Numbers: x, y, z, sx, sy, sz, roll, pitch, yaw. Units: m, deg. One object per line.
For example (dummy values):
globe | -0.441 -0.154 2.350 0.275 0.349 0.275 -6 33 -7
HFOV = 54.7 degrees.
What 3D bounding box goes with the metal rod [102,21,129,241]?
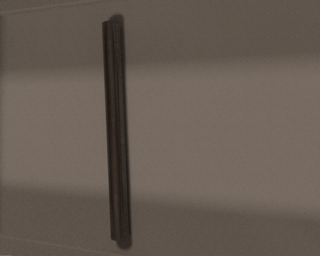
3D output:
metal rod | -0.062 0.003 0.431 0.025 0.025 0.298 -3 89 19
